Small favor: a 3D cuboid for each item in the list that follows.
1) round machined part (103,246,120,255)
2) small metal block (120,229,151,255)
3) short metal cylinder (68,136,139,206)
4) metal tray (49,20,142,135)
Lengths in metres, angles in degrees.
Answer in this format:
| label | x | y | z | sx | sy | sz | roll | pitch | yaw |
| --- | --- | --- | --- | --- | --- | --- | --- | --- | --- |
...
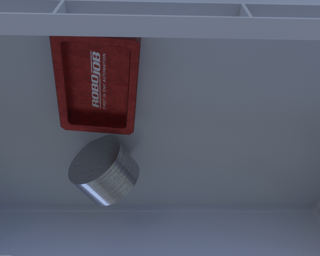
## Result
| label | x | y | z | sx | sy | sz | roll | pitch | yaw |
| --- | --- | --- | --- | --- | --- | --- | --- | --- | --- |
| round machined part | -0.065 | 0.267 | 0.603 | 0.098 | 0.098 | 0.042 | 26 | 88 | -21 |
| small metal block | -0.047 | 0.227 | 0.586 | 0.050 | 0.050 | 0.025 | 30 | 111 | -24 |
| short metal cylinder | -0.076 | 0.057 | 0.421 | 0.080 | 0.080 | 0.050 | -22 | 127 | 17 |
| metal tray | -0.072 | -0.052 | 0.360 | 0.091 | 0.030 | 0.129 | 5 | 130 | -5 |
